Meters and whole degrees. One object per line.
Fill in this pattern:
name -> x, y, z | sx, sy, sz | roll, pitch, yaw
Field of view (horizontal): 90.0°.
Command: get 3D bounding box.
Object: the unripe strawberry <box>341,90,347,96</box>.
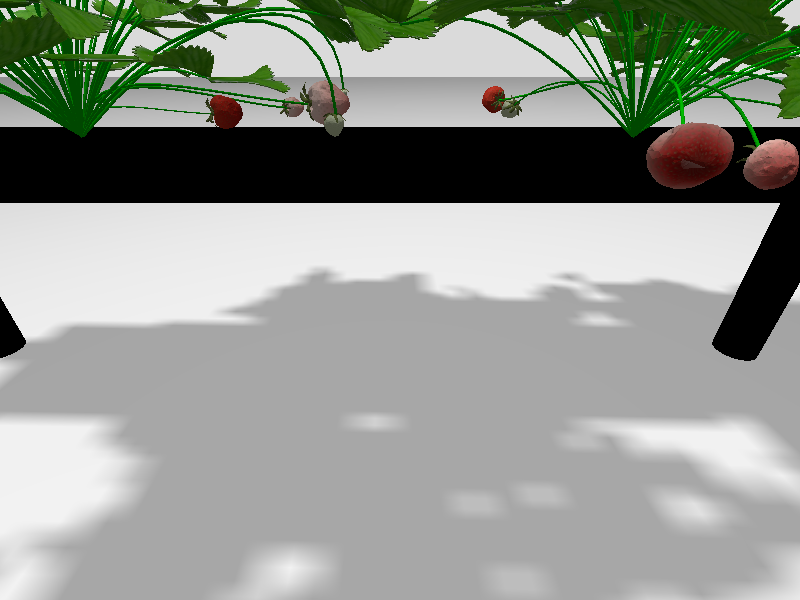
unripe strawberry -> -0.066, -0.237, 0.462 | 0.010, 0.010, 0.011 | -24, 38, -34

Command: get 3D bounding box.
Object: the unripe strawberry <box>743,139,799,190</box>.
unripe strawberry -> 0.169, -0.060, 0.182 | 0.019, 0.022, 0.021 | 4, 45, 6

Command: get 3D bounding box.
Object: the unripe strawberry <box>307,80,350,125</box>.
unripe strawberry -> -0.067, -0.187, 0.380 | 0.038, 0.038, 0.042 | -10, 32, -18

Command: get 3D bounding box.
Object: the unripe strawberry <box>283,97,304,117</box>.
unripe strawberry -> -0.115, -0.211, 0.438 | 0.020, 0.020, 0.023 | -25, 39, -36

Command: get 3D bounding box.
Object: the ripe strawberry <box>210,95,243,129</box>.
ripe strawberry -> -0.155, -0.169, 0.360 | 0.026, 0.028, 0.024 | -12, 33, -21

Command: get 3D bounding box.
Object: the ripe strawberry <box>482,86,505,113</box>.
ripe strawberry -> 0.114, -0.247, 0.494 | 0.028, 0.030, 0.030 | -11, 32, -18

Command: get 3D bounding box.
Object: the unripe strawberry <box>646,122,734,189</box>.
unripe strawberry -> 0.129, -0.063, 0.178 | 0.032, 0.029, 0.029 | 11, 33, 18

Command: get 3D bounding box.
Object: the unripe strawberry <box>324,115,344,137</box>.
unripe strawberry -> -0.048, -0.127, 0.293 | 0.015, 0.015, 0.014 | 5, 31, 8

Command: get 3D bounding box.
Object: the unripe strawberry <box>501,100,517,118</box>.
unripe strawberry -> 0.119, -0.207, 0.436 | 0.018, 0.019, 0.020 | -16, 4, -25
